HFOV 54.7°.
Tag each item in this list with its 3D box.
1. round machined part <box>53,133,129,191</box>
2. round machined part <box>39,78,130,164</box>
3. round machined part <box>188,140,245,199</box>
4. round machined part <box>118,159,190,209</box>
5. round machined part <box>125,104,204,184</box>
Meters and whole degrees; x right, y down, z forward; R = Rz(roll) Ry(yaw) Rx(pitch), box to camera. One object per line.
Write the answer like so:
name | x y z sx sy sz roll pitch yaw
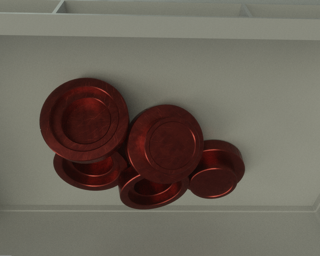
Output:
round machined part | -0.092 0.040 0.427 0.099 0.042 0.097 -1 130 0
round machined part | -0.085 -0.006 0.366 0.099 0.098 0.042 2 166 -2
round machined part | 0.075 0.067 0.453 0.099 0.042 0.097 -1 130 0
round machined part | -0.011 0.072 0.442 0.099 0.042 0.097 -10 137 -9
round machined part | 0.009 0.020 0.377 0.099 0.042 0.097 0 91 -17
